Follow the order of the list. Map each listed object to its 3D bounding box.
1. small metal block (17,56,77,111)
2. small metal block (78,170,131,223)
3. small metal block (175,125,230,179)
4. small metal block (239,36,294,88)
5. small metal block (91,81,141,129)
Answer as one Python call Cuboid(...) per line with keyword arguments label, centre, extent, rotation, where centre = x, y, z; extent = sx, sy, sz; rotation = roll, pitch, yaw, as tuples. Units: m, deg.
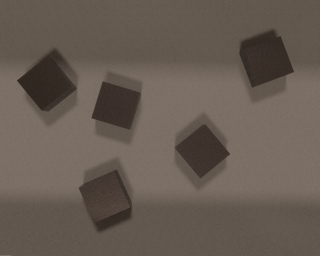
Cuboid(label="small metal block", centre=(-0.148, -0.057, 0.409), extent=(0.050, 0.025, 0.050), rotation=(-39, 91, 0))
Cuboid(label="small metal block", centre=(-0.072, 0.089, 0.411), extent=(0.050, 0.025, 0.050), rotation=(-24, 90, -1))
Cuboid(label="small metal block", centre=(0.056, 0.030, 0.412), extent=(0.050, 0.025, 0.050), rotation=(-40, 91, 0))
Cuboid(label="small metal block", centre=(0.142, -0.087, 0.413), extent=(0.050, 0.025, 0.050), rotation=(-21, 90, -1))
Cuboid(label="small metal block", centre=(-0.057, -0.029, 0.411), extent=(0.050, 0.025, 0.050), rotation=(17, 90, -1))
